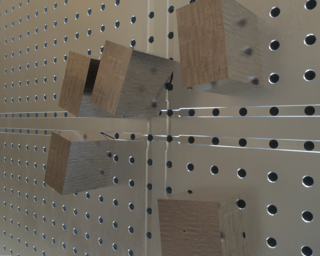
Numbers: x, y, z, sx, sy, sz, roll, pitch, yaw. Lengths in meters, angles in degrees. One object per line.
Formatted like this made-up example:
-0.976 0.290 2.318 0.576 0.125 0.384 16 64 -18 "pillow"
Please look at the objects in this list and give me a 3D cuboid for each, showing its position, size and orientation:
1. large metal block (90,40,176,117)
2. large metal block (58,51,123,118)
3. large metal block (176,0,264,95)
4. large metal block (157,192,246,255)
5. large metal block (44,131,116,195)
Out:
-0.034 -0.061 0.403 0.050 0.081 0.080 29 108 36 "large metal block"
-0.091 -0.061 0.450 0.050 0.081 0.080 26 106 37 "large metal block"
0.064 -0.081 0.321 0.050 0.081 0.080 -7 85 40 "large metal block"
0.047 0.118 0.355 0.080 0.050 0.080 -8 85 40 "large metal block"
-0.122 0.050 0.476 0.050 0.081 0.080 21 103 38 "large metal block"
